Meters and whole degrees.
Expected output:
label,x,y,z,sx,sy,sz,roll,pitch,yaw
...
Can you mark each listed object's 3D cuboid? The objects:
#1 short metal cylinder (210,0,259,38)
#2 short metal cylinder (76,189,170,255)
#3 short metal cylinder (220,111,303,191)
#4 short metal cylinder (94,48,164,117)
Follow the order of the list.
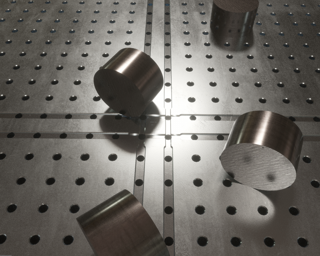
label,x,y,z,sx,sy,sz,roll,pitch,yaw
short metal cylinder,0.135,-0.210,0.570,0.081,0.050,0.080,0,50,0
short metal cylinder,-0.034,0.104,0.284,0.050,0.080,0.080,-29,56,-22
short metal cylinder,0.115,0.026,0.351,0.080,0.080,0.050,19,53,15
short metal cylinder,-0.042,-0.061,0.423,0.080,0.080,0.050,23,54,18
